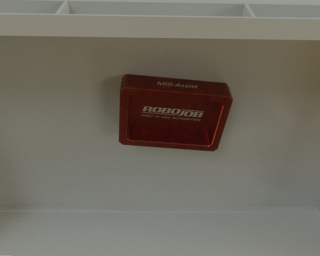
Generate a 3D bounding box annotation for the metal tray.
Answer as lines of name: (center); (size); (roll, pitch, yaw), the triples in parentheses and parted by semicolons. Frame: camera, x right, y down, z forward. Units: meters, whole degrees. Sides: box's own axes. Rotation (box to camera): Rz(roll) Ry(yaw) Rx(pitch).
metal tray: (0.016, -0.016, 0.391); (0.131, 0.030, 0.089); (4, 130, -4)
